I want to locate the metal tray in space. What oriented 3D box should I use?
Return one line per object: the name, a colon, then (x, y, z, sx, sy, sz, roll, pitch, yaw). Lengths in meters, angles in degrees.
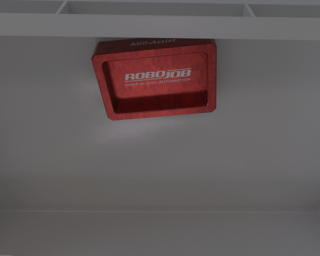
metal tray: (-0.003, -0.057, 0.356, 0.131, 0.030, 0.090, -5, 130, 4)
